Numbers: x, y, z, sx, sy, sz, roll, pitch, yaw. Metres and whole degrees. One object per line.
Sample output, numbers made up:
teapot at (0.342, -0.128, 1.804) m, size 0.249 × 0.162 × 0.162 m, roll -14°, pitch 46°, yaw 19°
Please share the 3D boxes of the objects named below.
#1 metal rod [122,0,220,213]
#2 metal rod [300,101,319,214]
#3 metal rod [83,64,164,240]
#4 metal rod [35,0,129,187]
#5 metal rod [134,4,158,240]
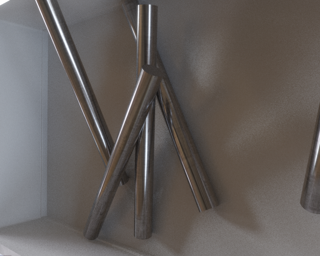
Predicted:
metal rod at (0.007, -0.041, 0.400) m, size 0.025 × 0.025 × 0.299 m, roll -32°, pitch 70°, yaw 35°
metal rod at (0.134, -0.058, 0.216) m, size 0.025 × 0.025 × 0.298 m, roll 21°, pitch 129°, yaw 38°
metal rod at (-0.059, 0.053, 0.412) m, size 0.025 × 0.025 × 0.298 m, roll 46°, pitch 129°, yaw 30°
metal rod at (-0.105, -0.055, 0.415) m, size 0.025 × 0.025 × 0.298 m, roll -5°, pitch 112°, yaw 40°
metal rod at (-0.019, 0.001, 0.398) m, size 0.025 × 0.025 × 0.298 m, roll 11°, pitch 104°, yaw 39°
